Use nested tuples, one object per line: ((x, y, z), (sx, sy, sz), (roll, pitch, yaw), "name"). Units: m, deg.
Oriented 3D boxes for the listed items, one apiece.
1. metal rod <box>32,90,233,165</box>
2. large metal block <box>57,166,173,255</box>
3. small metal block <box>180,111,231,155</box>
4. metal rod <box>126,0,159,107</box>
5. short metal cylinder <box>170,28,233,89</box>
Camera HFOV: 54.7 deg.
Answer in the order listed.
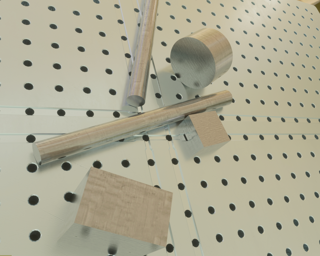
((-0.011, -0.011, 0.410), (0.302, 0.025, 0.025), (-18, 72, -35), "metal rod")
((-0.044, 0.086, 0.298), (0.080, 0.080, 0.050), (21, 54, -16), "large metal block")
((0.064, 0.006, 0.441), (0.050, 0.025, 0.050), (-11, 67, -33), "small metal block")
((-0.020, -0.160, 0.496), (0.025, 0.025, 0.300), (18, 54, -18), "metal rod")
((0.063, -0.106, 0.474), (0.080, 0.080, 0.050), (49, 51, 5), "short metal cylinder")
